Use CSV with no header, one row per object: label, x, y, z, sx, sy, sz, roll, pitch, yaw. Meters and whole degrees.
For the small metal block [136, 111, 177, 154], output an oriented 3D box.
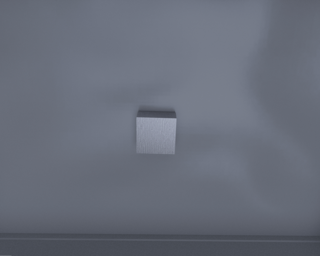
small metal block,-0.005,0.006,0.409,0.050,0.025,0.050,2,110,-1
